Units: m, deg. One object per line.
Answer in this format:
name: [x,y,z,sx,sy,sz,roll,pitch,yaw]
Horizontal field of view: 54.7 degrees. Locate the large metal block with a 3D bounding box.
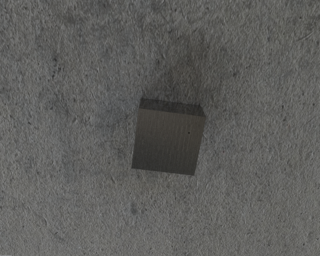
large metal block: [0.009,0.010,0.402,0.081,0.050,0.079,7,110,-3]
